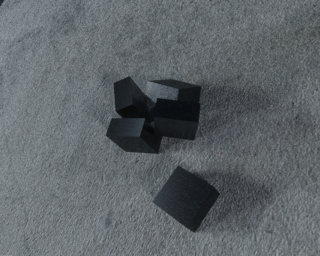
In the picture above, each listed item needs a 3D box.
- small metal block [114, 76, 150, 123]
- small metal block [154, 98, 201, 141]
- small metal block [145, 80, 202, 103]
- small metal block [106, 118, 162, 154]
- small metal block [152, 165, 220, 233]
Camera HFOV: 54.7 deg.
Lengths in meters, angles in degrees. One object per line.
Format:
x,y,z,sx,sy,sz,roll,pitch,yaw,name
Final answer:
-0.039,-0.034,0.429,0.025,0.050,0.050,-21,54,16,small metal block
0.020,-0.009,0.372,0.050,0.050,0.025,7,64,3,small metal block
0.018,-0.046,0.404,0.050,0.050,0.025,20,112,35,small metal block
-0.032,0.011,0.398,0.050,0.050,0.025,1,62,29,small metal block
0.029,0.077,0.341,0.050,0.025,0.050,28,77,37,small metal block
